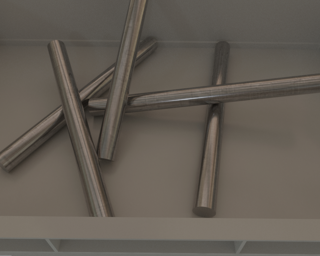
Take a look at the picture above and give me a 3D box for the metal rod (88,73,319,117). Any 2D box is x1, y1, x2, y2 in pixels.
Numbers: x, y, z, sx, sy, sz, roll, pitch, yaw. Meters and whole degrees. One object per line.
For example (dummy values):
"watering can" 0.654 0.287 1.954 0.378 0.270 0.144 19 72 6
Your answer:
"metal rod" 0.055 -0.043 0.411 0.302 0.025 0.025 -6 50 6

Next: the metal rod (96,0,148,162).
"metal rod" -0.042 -0.105 0.410 0.025 0.025 0.299 9 76 7

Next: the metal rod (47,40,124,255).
"metal rod" -0.100 0.000 0.378 0.025 0.025 0.299 -16 59 -13

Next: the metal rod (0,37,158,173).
"metal rod" -0.101 -0.050 0.445 0.025 0.025 0.301 29 55 21

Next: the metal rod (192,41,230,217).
"metal rod" 0.076 -0.023 0.425 0.025 0.025 0.300 9 50 7
